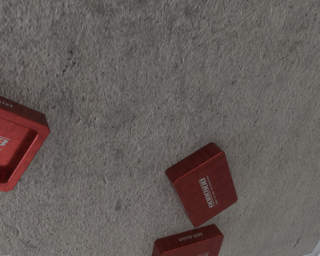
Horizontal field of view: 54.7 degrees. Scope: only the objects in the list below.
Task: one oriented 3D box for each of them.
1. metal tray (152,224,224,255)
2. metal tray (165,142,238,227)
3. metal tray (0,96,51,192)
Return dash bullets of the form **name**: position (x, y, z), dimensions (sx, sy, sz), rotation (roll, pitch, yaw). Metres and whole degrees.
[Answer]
- **metal tray**: position (0.049, 0.234, 0.576), dimensions (0.131, 0.030, 0.089), rotation (-6, 121, -26)
- **metal tray**: position (0.071, 0.095, 0.501), dimensions (0.090, 0.030, 0.130), rotation (-31, 129, -9)
- **metal tray**: position (-0.190, 0.006, 0.302), dimensions (0.131, 0.030, 0.090), rotation (27, 103, -38)
